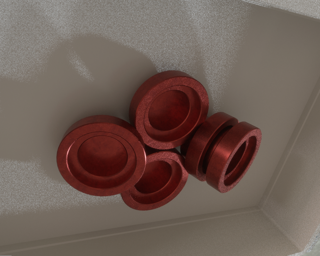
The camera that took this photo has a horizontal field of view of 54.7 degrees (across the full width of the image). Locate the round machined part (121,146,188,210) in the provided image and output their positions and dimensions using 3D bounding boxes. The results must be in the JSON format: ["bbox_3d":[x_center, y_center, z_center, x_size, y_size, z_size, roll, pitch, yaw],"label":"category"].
[{"bbox_3d":[-0.013,0.062,0.426,0.099,0.042,0.097,-14,124,-21],"label":"round machined part"}]

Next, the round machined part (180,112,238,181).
[{"bbox_3d":[0.066,0.021,0.431,0.099,0.042,0.097,-33,139,-34],"label":"round machined part"}]

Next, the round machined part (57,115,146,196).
[{"bbox_3d":[-0.066,0.028,0.364,0.099,0.042,0.097,-2,116,-4],"label":"round machined part"}]

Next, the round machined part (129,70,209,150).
[{"bbox_3d":[0.008,-0.025,0.383,0.099,0.042,0.097,-14,124,-21],"label":"round machined part"}]

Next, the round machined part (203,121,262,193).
[{"bbox_3d":[0.091,0.034,0.416,0.099,0.042,0.097,-33,140,-34],"label":"round machined part"}]
